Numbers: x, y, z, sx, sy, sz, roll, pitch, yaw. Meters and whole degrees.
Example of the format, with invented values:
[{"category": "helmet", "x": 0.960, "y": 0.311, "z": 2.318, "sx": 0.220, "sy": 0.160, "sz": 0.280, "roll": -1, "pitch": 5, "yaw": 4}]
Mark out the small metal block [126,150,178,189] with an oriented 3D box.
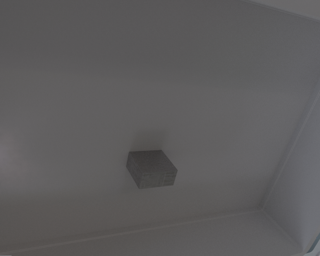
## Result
[{"category": "small metal block", "x": -0.012, "y": 0.055, "z": 0.419, "sx": 0.050, "sy": 0.050, "sz": 0.025, "roll": -1, "pitch": 119, "yaw": -28}]
